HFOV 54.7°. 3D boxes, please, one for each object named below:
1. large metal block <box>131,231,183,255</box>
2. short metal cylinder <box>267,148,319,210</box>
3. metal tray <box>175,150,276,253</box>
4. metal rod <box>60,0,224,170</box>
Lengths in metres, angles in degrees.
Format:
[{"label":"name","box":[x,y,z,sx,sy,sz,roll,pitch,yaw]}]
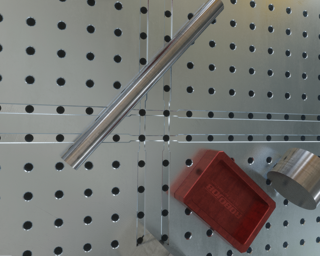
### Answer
[{"label":"large metal block","box":[0.012,0.184,0.389,0.080,0.080,0.050,40,77,-16]},{"label":"short metal cylinder","box":[0.210,0.076,0.463,0.050,0.080,0.080,-44,104,-15]},{"label":"metal tray","box":[0.097,0.105,0.447,0.130,0.030,0.090,43,76,-15]},{"label":"metal rod","box":[-0.014,-0.067,0.408,0.025,0.025,0.300,45,76,-15]}]
